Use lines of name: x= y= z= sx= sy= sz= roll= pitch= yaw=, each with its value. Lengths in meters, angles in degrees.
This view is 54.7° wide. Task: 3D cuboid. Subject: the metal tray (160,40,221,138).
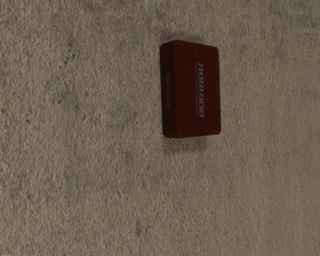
metal tray: x=0.046 y=-0.053 z=0.442 sx=0.091 sy=0.030 sz=0.129 roll=-4 pitch=93 yaw=-40
